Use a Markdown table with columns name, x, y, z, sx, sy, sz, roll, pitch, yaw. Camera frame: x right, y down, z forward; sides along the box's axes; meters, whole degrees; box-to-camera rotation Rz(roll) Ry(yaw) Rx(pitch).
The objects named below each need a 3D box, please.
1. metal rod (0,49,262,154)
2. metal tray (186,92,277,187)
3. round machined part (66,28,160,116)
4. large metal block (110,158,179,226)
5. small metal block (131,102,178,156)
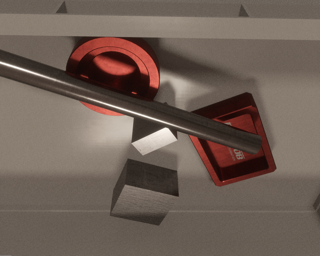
| name | x | y | z | sx | sy | sz | roll | pitch | yaw |
| --- | --- | --- | --- | --- | --- | --- | --- | --- | --- |
| metal rod | -0.024 | -0.023 | 0.334 | 0.302 | 0.025 | 0.025 | 17 | 128 | -15 |
| metal tray | 0.099 | 0.021 | 0.425 | 0.090 | 0.030 | 0.130 | -20 | 128 | 15 |
| round machined part | -0.050 | -0.064 | 0.342 | 0.099 | 0.042 | 0.097 | -1 | 130 | 0 |
| large metal block | -0.025 | 0.101 | 0.478 | 0.081 | 0.050 | 0.079 | 16 | 128 | -14 |
| small metal block | -0.007 | 0.001 | 0.393 | 0.050 | 0.050 | 0.025 | -25 | 126 | 19 |
